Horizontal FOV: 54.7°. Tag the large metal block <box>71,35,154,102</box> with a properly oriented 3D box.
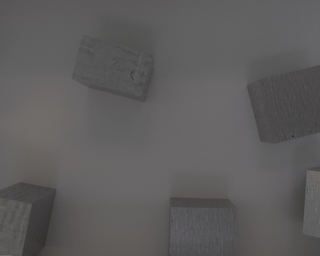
[{"bbox_3d":[-0.053,-0.069,0.383,0.080,0.080,0.050,15,90,0],"label":"large metal block"}]

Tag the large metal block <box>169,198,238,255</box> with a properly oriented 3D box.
[{"bbox_3d":[0.053,0.136,0.399,0.081,0.050,0.080,2,90,0],"label":"large metal block"}]

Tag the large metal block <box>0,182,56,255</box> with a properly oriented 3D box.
[{"bbox_3d":[-0.174,0.118,0.383,0.050,0.080,0.080,11,90,0],"label":"large metal block"}]

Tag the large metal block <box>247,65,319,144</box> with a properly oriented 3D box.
[{"bbox_3d":[0.168,-0.029,0.400,0.080,0.050,0.080,-14,90,0],"label":"large metal block"}]

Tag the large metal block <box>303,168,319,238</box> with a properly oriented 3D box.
[{"bbox_3d":[0.227,0.095,0.382,0.080,0.050,0.080,4,90,35],"label":"large metal block"}]
